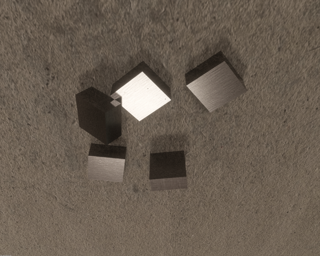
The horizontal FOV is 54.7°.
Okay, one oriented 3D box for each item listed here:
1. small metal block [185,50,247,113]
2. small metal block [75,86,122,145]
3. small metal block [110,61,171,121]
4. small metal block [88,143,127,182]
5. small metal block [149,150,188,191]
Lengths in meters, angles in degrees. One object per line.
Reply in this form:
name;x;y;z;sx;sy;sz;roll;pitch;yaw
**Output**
small metal block;0.065;-0.053;0.363;0.050;0.025;0.050;-32;124;23
small metal block;-0.074;-0.015;0.376;0.050;0.025;0.050;30;136;26
small metal block;-0.022;-0.043;0.370;0.050;0.025;0.050;-33;123;24
small metal block;-0.077;0.051;0.450;0.050;0.025;0.050;6;130;-6
small metal block;0.012;0.061;0.443;0.050;0.050;0.025;-5;130;4
